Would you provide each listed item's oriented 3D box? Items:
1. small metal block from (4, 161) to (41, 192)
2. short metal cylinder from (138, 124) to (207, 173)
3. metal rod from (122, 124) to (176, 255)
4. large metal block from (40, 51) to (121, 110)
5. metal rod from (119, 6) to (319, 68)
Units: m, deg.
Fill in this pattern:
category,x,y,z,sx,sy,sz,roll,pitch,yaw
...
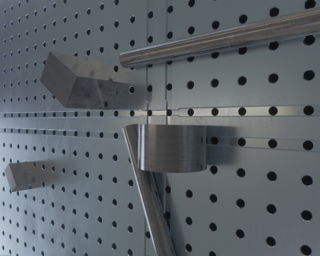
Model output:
category,x,y,z,sx,sy,sz,roll,pitch,yaw
small metal block,-0.275,0.096,0.620,0.025,0.050,0.050,-45,63,31
short metal cylinder,0.014,0.021,0.362,0.080,0.081,0.050,2,91,40
metal rod,-0.001,0.138,0.409,0.025,0.025,0.299,-27,73,37
large metal block,-0.121,-0.071,0.474,0.080,0.081,0.050,41,115,32
metal rod,0.066,-0.099,0.354,0.300,0.025,0.025,0,90,40
